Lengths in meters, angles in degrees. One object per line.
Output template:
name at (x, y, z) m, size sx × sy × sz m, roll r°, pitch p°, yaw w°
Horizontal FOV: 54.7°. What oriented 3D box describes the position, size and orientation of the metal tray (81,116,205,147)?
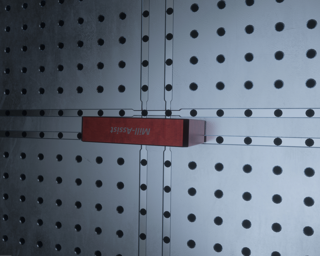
metal tray at (-0.018, 0.003, 0.383) m, size 0.130 × 0.090 × 0.030 m, roll 2°, pitch 91°, yaw 19°
